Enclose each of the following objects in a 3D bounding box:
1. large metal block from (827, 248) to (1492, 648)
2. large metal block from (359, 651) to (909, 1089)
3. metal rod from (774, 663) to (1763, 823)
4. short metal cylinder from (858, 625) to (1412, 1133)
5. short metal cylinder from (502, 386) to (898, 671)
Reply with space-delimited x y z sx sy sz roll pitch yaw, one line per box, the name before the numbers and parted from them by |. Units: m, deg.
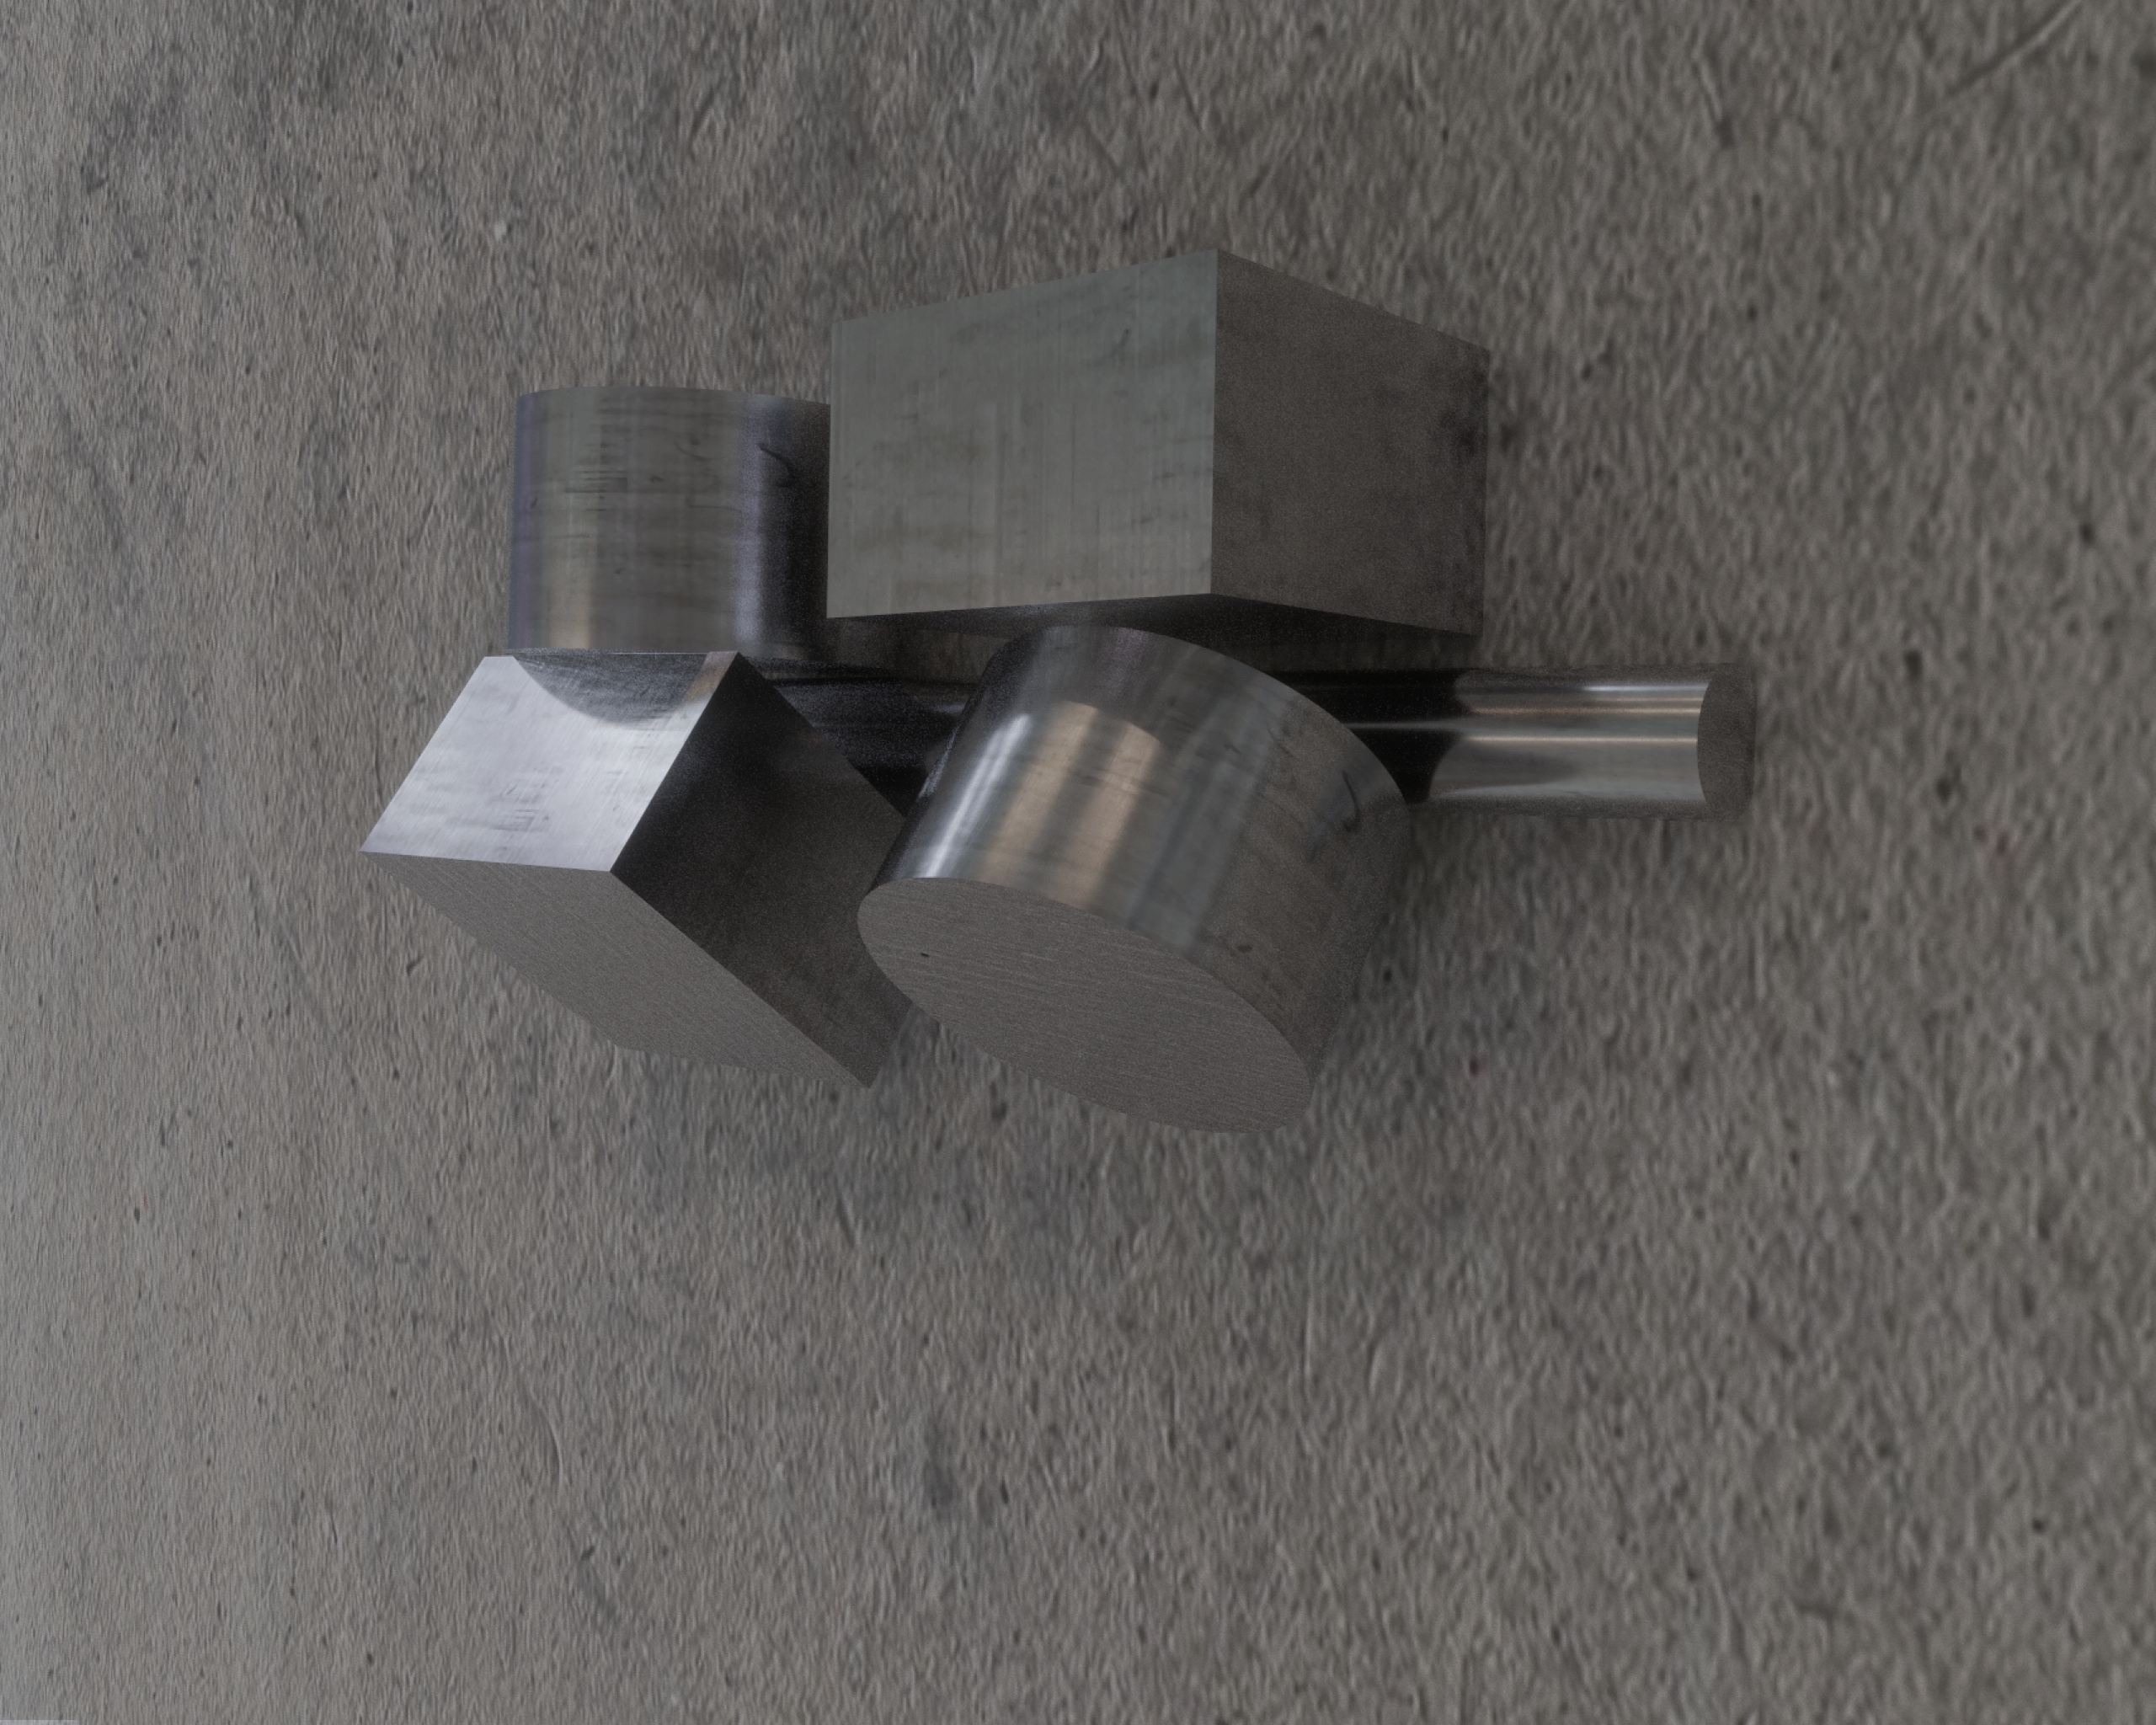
large metal block | 0.015 -0.065 0.358 0.080 0.081 0.050 2 92 40
large metal block | -0.084 0.001 0.432 0.080 0.080 0.050 4 58 39
metal rod | -0.014 -0.025 0.420 0.300 0.025 0.025 3 92 39
short metal cylinder | 0.010 0.004 0.354 0.080 0.080 0.050 2 57 40
short metal cylinder | -0.077 -0.067 0.434 0.080 0.081 0.050 5 93 40
